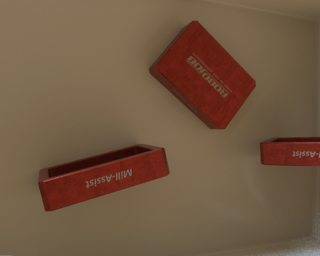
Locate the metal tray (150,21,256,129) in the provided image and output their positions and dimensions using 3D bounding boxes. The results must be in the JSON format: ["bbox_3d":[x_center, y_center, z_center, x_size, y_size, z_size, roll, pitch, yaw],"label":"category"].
[{"bbox_3d":[0.062,-0.071,0.432,0.130,0.030,0.090,41,77,-16],"label":"metal tray"}]

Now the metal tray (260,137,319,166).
[{"bbox_3d":[0.213,0.030,0.420,0.091,0.130,0.030,-6,93,-59],"label":"metal tray"}]

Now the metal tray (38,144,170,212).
[{"bbox_3d":[-0.066,0.050,0.352,0.131,0.090,0.030,-14,95,-20],"label":"metal tray"}]
